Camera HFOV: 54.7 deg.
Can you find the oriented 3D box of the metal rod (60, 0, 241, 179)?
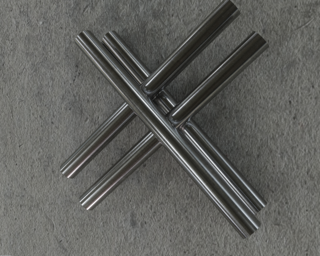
[{"bbox_3d":[-0.022,-0.040,0.390,0.299,0.025,0.025,-43,77,14],"label":"metal rod"}]

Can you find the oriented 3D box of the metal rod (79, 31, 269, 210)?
[{"bbox_3d":[0.007,0.001,0.380,0.299,0.025,0.025,-43,77,14],"label":"metal rod"}]

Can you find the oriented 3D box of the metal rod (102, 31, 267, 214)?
[{"bbox_3d":[0.023,-0.015,0.401,0.025,0.025,0.300,-44,77,14],"label":"metal rod"}]

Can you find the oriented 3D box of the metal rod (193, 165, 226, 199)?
[{"bbox_3d":[0.004,-0.001,0.408,0.025,0.025,0.300,-44,77,14],"label":"metal rod"}]

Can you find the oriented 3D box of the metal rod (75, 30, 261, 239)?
[{"bbox_3d":[0.000,-0.003,0.356,0.025,0.025,0.300,-44,77,14],"label":"metal rod"}]
